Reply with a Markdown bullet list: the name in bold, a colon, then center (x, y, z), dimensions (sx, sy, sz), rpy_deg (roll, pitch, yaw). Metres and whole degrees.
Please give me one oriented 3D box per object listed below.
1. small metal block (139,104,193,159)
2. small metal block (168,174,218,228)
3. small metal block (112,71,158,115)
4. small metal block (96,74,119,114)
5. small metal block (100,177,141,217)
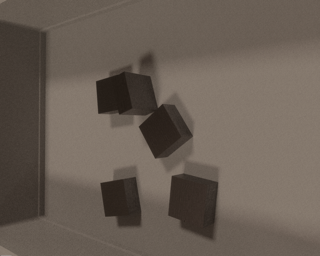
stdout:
- **small metal block**: center (0.007, 0.004, 0.400), dimensions (0.050, 0.025, 0.050), rpy_deg (-42, 65, 31)
- **small metal block**: center (0.039, 0.086, 0.373), dimensions (0.050, 0.025, 0.050), rpy_deg (8, 95, 39)
- **small metal block**: center (-0.033, -0.045, 0.416), dimensions (0.025, 0.050, 0.050), rpy_deg (-21, 77, 38)
- **small metal block**: center (-0.067, -0.048, 0.460), dimensions (0.050, 0.025, 0.050), rpy_deg (-8, 85, 39)
- **small metal block**: center (-0.058, 0.101, 0.452), dimensions (0.050, 0.025, 0.050), rpy_deg (-16, 80, 38)
